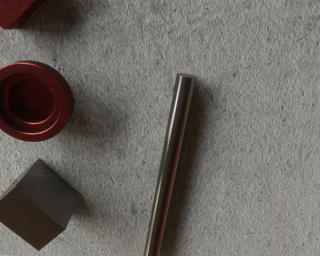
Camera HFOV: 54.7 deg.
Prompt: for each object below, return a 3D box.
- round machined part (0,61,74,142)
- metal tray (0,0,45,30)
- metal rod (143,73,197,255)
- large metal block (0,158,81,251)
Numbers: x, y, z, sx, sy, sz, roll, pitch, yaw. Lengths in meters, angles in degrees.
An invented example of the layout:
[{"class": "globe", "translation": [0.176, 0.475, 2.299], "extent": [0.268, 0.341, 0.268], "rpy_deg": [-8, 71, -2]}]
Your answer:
[{"class": "round machined part", "translation": [-0.157, -0.035, 0.386], "extent": [0.099, 0.042, 0.097], "rpy_deg": [0, 110, -1]}, {"class": "metal tray", "translation": [-0.185, -0.185, 0.336], "extent": [0.090, 0.030, 0.130], "rpy_deg": [-41, 106, 13]}, {"class": "metal rod", "translation": [0.009, 0.072, 0.436], "extent": [0.025, 0.025, 0.298], "rpy_deg": [9, 110, -4]}, {"class": "large metal block", "translation": [-0.162, 0.099, 0.415], "extent": [0.050, 0.080, 0.080], "rpy_deg": [-40, 106, 13]}]
